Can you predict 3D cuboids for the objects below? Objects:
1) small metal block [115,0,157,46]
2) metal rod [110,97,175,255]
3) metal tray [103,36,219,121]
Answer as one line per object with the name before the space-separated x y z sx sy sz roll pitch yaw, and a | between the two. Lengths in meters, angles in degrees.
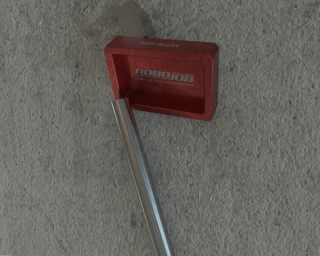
small metal block | -0.028 -0.131 0.405 0.025 0.050 0.050 -22 83 18
metal rod | -0.010 0.108 0.395 0.025 0.025 0.298 -16 91 19
metal tray | 0.003 -0.060 0.377 0.130 0.030 0.089 10 133 19
